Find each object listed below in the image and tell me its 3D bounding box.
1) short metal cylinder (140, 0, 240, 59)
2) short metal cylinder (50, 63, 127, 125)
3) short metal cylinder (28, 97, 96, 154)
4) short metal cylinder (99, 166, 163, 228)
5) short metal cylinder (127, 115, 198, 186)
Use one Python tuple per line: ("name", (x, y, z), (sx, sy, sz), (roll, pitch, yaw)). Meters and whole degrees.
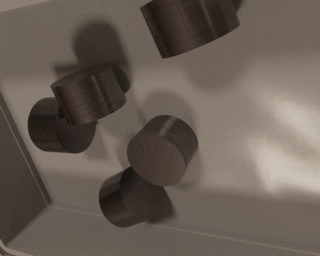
("short metal cylinder", (0.028, -0.106, 0.292), (0.080, 0.080, 0.050), (-13, 112, 33))
("short metal cylinder", (-0.089, -0.044, 0.391), (0.080, 0.080, 0.050), (-6, 116, 30))
("short metal cylinder", (-0.137, -0.005, 0.440), (0.050, 0.080, 0.080), (1, 119, 27))
("short metal cylinder", (-0.042, 0.101, 0.456), (0.050, 0.080, 0.080), (-31, 101, 38))
("short metal cylinder", (0.004, 0.030, 0.407), (0.080, 0.050, 0.079), (13, 124, 20))
